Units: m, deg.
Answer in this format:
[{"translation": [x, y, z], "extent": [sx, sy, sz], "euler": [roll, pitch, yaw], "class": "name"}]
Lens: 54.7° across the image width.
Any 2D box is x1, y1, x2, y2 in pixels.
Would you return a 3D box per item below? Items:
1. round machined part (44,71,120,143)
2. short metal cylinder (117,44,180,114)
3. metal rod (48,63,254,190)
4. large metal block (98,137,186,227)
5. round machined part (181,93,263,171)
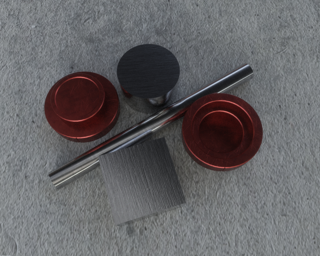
[{"translation": [-0.104, -0.033, 0.411], "extent": [0.099, 0.042, 0.098], "euler": [0, 70, 0], "class": "round machined part"}, {"translation": [-0.015, -0.065, 0.419], "extent": [0.081, 0.050, 0.080], "euler": [0, 70, 0], "class": "short metal cylinder"}, {"translation": [-0.003, -0.008, 0.413], "extent": [0.301, 0.025, 0.025], "euler": [-30, 73, -11], "class": "metal rod"}, {"translation": [-0.021, 0.066, 0.372], "extent": [0.081, 0.050, 0.080], "euler": [-16, 71, -6], "class": "large metal block"}, {"translation": [0.076, 0.008, 0.397], "extent": [0.099, 0.042, 0.098], "euler": [0, 70, 0], "class": "round machined part"}]
